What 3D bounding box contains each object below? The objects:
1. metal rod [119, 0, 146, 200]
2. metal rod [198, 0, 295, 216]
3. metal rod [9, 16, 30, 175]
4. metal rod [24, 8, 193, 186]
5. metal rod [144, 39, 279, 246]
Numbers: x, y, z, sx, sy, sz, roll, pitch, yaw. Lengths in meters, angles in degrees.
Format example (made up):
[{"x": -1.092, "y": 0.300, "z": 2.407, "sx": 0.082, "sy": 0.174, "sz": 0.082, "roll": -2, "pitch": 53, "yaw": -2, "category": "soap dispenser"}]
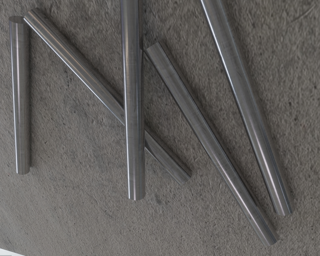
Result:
[{"x": -0.032, "y": -0.042, "z": 0.374, "sx": 0.025, "sy": 0.025, "sz": 0.298, "roll": 11, "pitch": 116, "yaw": 22, "category": "metal rod"}, {"x": 0.096, "y": -0.028, "z": 0.338, "sx": 0.025, "sy": 0.025, "sz": 0.299, "roll": -12, "pitch": 113, "yaw": 33, "category": "metal rod"}, {"x": -0.226, "y": -0.032, "z": 0.506, "sx": 0.025, "sy": 0.025, "sz": 0.298, "roll": 27, "pitch": 128, "yaw": 11, "category": "metal rod"}, {"x": -0.066, "y": -0.038, "z": 0.417, "sx": 0.300, "sy": 0.025, "sz": 0.025, "roll": 47, "pitch": 129, "yaw": -5, "category": "metal rod"}, {"x": 0.071, "y": 0.028, "z": 0.386, "sx": 0.025, "sy": 0.025, "sz": 0.299, "roll": -23, "pitch": 106, "yaw": 36, "category": "metal rod"}]
